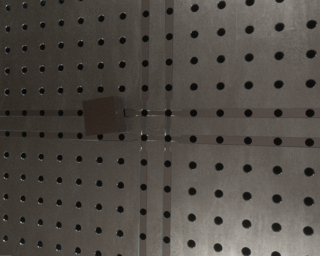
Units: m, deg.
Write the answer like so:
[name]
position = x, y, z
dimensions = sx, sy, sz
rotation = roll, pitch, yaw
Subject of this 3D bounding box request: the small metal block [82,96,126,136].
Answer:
[small metal block]
position = -0.079, -0.016, 0.439
dimensions = 0.050, 0.025, 0.050
rotation = -7, 88, 19
